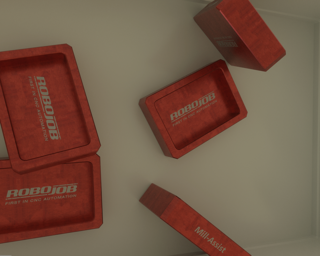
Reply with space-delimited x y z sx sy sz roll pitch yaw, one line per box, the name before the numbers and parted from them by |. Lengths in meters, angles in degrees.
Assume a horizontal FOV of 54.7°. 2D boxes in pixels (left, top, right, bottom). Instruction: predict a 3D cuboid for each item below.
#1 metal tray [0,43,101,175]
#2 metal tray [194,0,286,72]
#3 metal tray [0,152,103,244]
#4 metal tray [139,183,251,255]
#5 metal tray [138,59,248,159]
metal tray | -0.128 -0.023 0.342 0.091 0.030 0.129 -15 81 -23
metal tray | 0.093 -0.118 0.389 0.030 0.130 0.090 -42 104 6
metal tray | -0.135 0.077 0.358 0.131 0.030 0.089 -3 91 -21
metal tray | 0.042 0.126 0.392 0.130 0.090 0.030 41 77 -16
metal tray | 0.048 -0.027 0.426 0.131 0.030 0.090 -30 100 -18
